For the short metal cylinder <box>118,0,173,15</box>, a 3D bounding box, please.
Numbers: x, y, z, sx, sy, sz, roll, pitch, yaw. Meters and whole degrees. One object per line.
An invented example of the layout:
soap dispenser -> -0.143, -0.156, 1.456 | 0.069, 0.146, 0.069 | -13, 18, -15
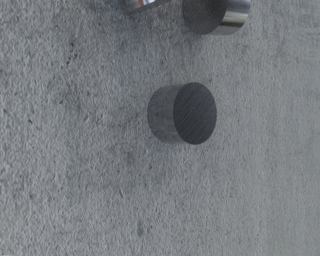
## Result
short metal cylinder -> -0.013, -0.168, 0.357 | 0.081, 0.080, 0.050 | -32, 110, -35

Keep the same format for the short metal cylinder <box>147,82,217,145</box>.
short metal cylinder -> 0.030, -0.019, 0.413 | 0.081, 0.050, 0.080 | 0, 90, -40

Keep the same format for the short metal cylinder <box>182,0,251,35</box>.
short metal cylinder -> 0.078, -0.171, 0.433 | 0.050, 0.080, 0.079 | -13, 98, -39
